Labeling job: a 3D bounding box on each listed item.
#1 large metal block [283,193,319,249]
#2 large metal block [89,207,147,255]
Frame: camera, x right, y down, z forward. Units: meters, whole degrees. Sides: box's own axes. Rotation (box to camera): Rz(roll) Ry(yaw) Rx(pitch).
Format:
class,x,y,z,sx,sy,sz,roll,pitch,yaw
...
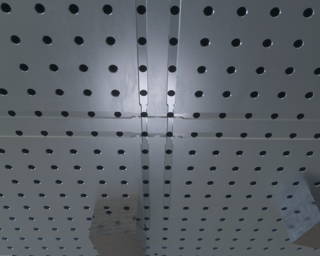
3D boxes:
class,x,y,z,sx,sy,sz,roll,pitch,yaw
large metal block,0.278,0.165,0.537,0.080,0.050,0.080,16,128,-13
large metal block,-0.072,0.191,0.557,0.080,0.050,0.080,-8,130,7
